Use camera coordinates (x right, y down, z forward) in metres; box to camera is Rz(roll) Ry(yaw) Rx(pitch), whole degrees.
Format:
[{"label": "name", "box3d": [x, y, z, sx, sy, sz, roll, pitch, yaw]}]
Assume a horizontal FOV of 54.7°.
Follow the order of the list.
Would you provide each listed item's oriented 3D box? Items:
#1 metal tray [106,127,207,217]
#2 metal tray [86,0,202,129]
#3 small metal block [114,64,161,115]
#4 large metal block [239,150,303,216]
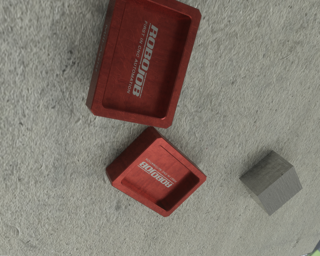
[{"label": "metal tray", "box3d": [-0.001, 0.067, 0.444, 0.090, 0.030, 0.130, -45, 129, 3]}, {"label": "metal tray", "box3d": [-0.017, -0.071, 0.324, 0.091, 0.030, 0.129, 11, 99, -26]}, {"label": "small metal block", "box3d": [-0.027, -0.043, 0.366, 0.050, 0.025, 0.050, -18, 126, -18]}, {"label": "large metal block", "box3d": [0.203, 0.101, 0.565, 0.080, 0.050, 0.080, -40, 130, -1]}]
